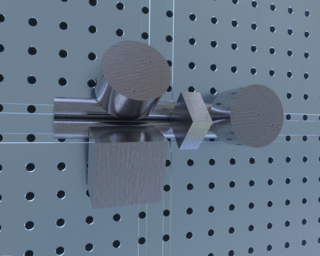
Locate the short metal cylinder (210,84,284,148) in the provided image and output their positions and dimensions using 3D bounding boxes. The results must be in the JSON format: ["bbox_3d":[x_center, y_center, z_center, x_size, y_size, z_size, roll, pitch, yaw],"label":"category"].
[{"bbox_3d":[0.114,-0.015,0.411,0.081,0.050,0.079,0,90,-20],"label":"short metal cylinder"}]

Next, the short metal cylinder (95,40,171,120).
[{"bbox_3d":[-0.033,-0.056,0.368,0.081,0.050,0.080,8,63,-17],"label":"short metal cylinder"}]

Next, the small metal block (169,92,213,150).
[{"bbox_3d":[0.036,-0.009,0.379,0.025,0.050,0.050,1,48,-20],"label":"small metal block"}]

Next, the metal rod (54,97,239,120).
[{"bbox_3d":[0.017,-0.023,0.416,0.303,0.025,0.025,1,90,-20],"label":"metal rod"}]

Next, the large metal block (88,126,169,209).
[{"bbox_3d":[-0.041,0.044,0.366,0.081,0.050,0.079,-1,111,-20],"label":"large metal block"}]

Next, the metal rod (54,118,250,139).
[{"bbox_3d":[0.017,0.002,0.416,0.303,0.025,0.025,1,90,-20],"label":"metal rod"}]
